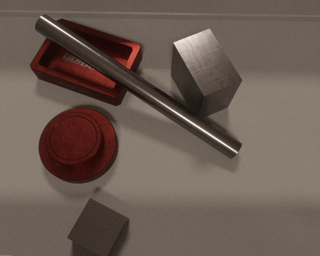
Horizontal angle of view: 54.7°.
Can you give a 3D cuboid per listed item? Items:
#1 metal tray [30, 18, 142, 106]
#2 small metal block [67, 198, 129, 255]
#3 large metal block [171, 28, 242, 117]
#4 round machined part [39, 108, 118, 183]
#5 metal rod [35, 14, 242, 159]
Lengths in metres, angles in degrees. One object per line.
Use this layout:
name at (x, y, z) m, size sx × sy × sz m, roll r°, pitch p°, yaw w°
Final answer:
metal tray at (-0.102, -0.094, 0.440) m, size 0.131 × 0.030 × 0.090 m, roll 20°, pitch 71°, yaw 6°
small metal block at (-0.071, 0.118, 0.366) m, size 0.050 × 0.025 × 0.050 m, roll 25°, pitch 72°, yaw 8°
large metal block at (0.056, -0.066, 0.405) m, size 0.050 × 0.080 × 0.080 m, roll -24°, pitch 72°, yaw -9°
round machined part at (-0.105, 0.018, 0.393) m, size 0.099 × 0.042 × 0.098 m, roll 0°, pitch 70°, yaw -1°
metal rod at (-0.027, -0.053, 0.400) m, size 0.301 × 0.025 × 0.025 m, roll 33°, pitch 73°, yaw 0°
